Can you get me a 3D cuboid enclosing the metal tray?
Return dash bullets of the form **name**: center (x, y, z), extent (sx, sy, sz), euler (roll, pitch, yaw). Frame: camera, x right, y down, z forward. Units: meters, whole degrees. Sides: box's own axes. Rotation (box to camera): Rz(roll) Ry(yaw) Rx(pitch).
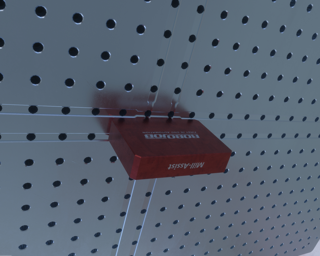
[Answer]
- **metal tray**: center (0.012, 0.022, 0.388), extent (0.131, 0.090, 0.030), euler (0, 119, -28)
